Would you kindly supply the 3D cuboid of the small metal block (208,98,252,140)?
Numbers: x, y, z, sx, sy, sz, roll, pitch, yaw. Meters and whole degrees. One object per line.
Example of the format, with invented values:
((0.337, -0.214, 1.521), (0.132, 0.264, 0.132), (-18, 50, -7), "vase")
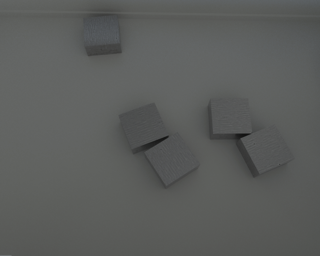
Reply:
((0.093, -0.012, 0.415), (0.050, 0.025, 0.050), (0, 70, -1), "small metal block")

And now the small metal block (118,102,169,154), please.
((-0.021, 0.000, 0.409), (0.050, 0.025, 0.050), (-21, 72, -8), "small metal block")

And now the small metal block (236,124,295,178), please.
((0.135, 0.030, 0.400), (0.050, 0.025, 0.050), (-22, 72, -8), "small metal block")

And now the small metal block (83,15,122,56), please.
((-0.085, -0.137, 0.459), (0.050, 0.025, 0.050), (-6, 70, -3), "small metal block")

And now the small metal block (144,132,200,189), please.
((0.015, 0.042, 0.395), (0.050, 0.025, 0.050), (-31, 73, -11), "small metal block")
